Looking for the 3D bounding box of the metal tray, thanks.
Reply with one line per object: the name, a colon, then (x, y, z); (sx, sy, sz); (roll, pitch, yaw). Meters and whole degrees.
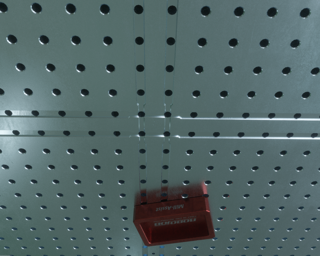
metal tray: (0.027, 0.168, 0.552); (0.131, 0.030, 0.090); (-10, 130, 8)
